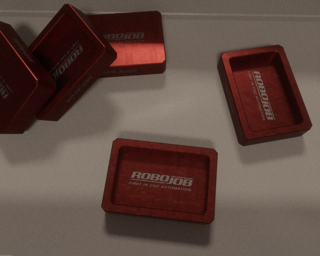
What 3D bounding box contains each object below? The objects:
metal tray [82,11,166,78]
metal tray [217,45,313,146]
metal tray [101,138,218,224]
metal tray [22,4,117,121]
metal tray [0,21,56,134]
[{"bbox_3d":[-0.060,-0.121,0.451,0.131,0.030,0.090,-4,70,-2],"label":"metal tray"},{"bbox_3d":[0.139,-0.047,0.425,0.091,0.030,0.129,-10,70,-4],"label":"metal tray"},{"bbox_3d":[0.002,0.066,0.382,0.131,0.030,0.090,6,70,2],"label":"metal tray"},{"bbox_3d":[-0.130,-0.082,0.405,0.130,0.030,0.090,-43,74,14],"label":"metal tray"},{"bbox_3d":[-0.201,-0.066,0.401,0.090,0.030,0.130,-47,70,18],"label":"metal tray"}]
